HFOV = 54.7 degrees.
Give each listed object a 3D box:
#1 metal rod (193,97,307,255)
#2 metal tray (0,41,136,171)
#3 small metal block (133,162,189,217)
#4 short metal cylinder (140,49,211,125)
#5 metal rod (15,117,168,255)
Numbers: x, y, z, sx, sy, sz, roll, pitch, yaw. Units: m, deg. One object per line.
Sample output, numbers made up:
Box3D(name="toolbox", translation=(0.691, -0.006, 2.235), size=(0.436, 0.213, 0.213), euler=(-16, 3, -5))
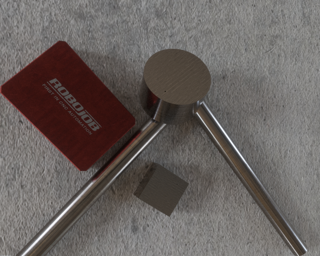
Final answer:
Box3D(name="metal rod", translation=(0.133, 0.076, 0.458), size=(0.025, 0.025, 0.300), euler=(-41, 103, -15))
Box3D(name="metal tray", translation=(-0.105, -0.024, 0.368), size=(0.090, 0.030, 0.130), euler=(-45, 104, -15))
Box3D(name="small metal block", translation=(0.002, 0.081, 0.410), size=(0.050, 0.025, 0.050), euler=(35, 79, -17))
Box3D(name="short metal cylinder", translation=(0.017, -0.051, 0.385), size=(0.081, 0.050, 0.080), euler=(4, 63, -8))
Box3D(name="metal rod", translation=(-0.085, 0.079, 0.377), size=(0.301, 0.025, 0.025), euler=(-47, 105, -14))
